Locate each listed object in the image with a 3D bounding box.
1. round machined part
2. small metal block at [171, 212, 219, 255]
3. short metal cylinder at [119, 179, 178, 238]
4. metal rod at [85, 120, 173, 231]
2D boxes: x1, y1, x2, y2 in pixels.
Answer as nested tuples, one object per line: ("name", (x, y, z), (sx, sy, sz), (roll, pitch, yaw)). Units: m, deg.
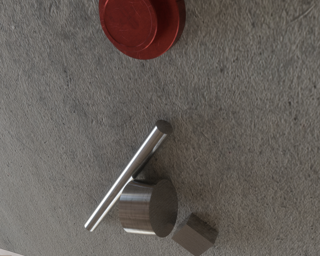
("round machined part", (-0.025, -0.121, 0.334), (0.098, 0.042, 0.097), (13, 124, 21))
("small metal block", (0.054, 0.167, 0.482), (0.050, 0.025, 0.050), (36, 129, 4))
("short metal cylinder", (-0.015, 0.115, 0.450), (0.050, 0.080, 0.080), (-6, 116, 31))
("metal rod", (-0.063, 0.092, 0.496), (0.025, 0.025, 0.298), (38, 129, 2))
